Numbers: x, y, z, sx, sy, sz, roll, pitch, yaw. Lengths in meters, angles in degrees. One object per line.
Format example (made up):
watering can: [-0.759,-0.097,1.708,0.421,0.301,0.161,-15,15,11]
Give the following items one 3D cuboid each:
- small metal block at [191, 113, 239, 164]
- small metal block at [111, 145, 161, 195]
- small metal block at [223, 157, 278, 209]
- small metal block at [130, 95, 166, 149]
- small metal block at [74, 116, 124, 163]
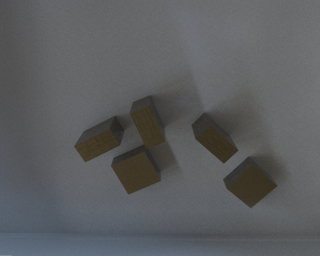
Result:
small metal block: [0.070,0.012,0.404,0.050,0.050,0.025,40,105,-14]
small metal block: [-0.032,0.058,0.432,0.050,0.025,0.050,-24,109,8]
small metal block: [0.128,0.078,0.442,0.050,0.025,0.050,40,105,-14]
small metal block: [-0.015,-0.009,0.395,0.025,0.050,0.050,-21,109,7]
small metal block: [-0.077,0.013,0.402,0.050,0.050,0.025,-26,108,9]
